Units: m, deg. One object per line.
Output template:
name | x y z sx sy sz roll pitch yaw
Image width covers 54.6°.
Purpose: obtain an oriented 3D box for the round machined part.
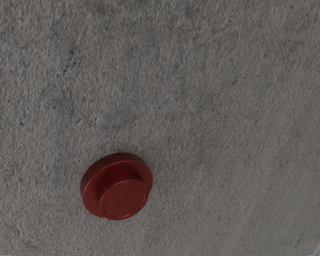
round machined part | -0.054 0.085 0.418 0.099 0.042 0.097 -14 124 -21
